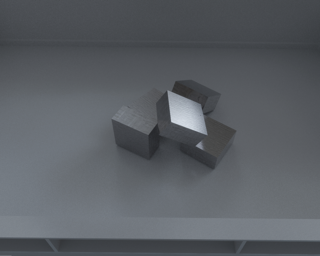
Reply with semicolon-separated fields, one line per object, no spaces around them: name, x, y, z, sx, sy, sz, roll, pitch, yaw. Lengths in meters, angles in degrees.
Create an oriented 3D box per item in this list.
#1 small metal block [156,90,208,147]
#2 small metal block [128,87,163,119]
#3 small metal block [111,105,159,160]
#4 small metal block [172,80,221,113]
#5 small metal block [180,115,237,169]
small metal block;0.025;-0.011;0.365;0.050;0.025;0.050;20;44;-27
small metal block;-0.007;-0.022;0.420;0.050;0.025;0.050;36;58;26
small metal block;-0.029;0.006;0.380;0.050;0.050;0.025;23;54;18
small metal block;0.049;-0.044;0.426;0.050;0.025;0.050;30;23;22
small metal block;0.060;0.016;0.390;0.050;0.025;0.050;28;55;21
